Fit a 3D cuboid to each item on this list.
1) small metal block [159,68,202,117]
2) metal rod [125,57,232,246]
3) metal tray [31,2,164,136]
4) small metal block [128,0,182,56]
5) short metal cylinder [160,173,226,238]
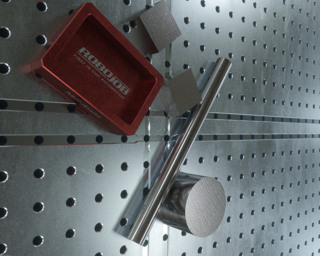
[{"bbox_3d":[0.027,-0.050,0.431,0.050,0.025,0.050,-35,112,-34],"label":"small metal block"},{"bbox_3d":[0.035,0.018,0.438,0.025,0.025,0.300,43,64,-32],"label":"metal rod"},{"bbox_3d":[-0.063,-0.062,0.352,0.130,0.030,0.090,42,65,-32],"label":"metal tray"},{"bbox_3d":[-0.006,-0.130,0.404,0.050,0.025,0.050,-46,118,-30],"label":"small metal block"},{"bbox_3d":[0.046,0.105,0.432,0.081,0.050,0.080,0,90,-40],"label":"short metal cylinder"}]
